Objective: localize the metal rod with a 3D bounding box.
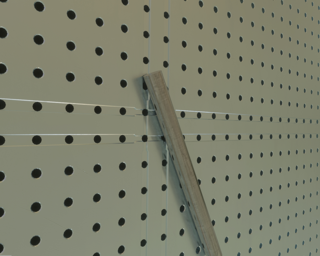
[{"bbox_3d":[0.037,0.065,0.442,0.025,0.025,0.298,-31,110,-36],"label":"metal rod"}]
